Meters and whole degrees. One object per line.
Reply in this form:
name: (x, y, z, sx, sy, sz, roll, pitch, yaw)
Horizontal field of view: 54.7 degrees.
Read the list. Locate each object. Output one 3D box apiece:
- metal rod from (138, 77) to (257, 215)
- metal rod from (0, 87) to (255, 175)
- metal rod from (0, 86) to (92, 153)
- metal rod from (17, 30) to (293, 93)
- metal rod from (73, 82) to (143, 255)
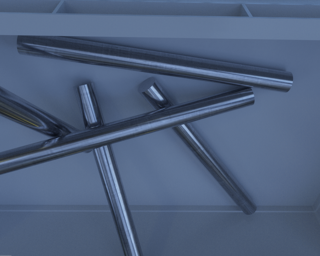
metal rod: (0.068, 0.043, 0.446, 0.025, 0.025, 0.300, -28, 125, 21)
metal rod: (-0.036, 0.001, 0.360, 0.302, 0.025, 0.025, -15, 130, -5)
metal rod: (-0.147, -0.023, 0.295, 0.025, 0.025, 0.300, -16, 158, 13)
metal rod: (0.001, -0.072, 0.347, 0.302, 0.025, 0.025, 7, 130, -7)
metal rod: (-0.057, 0.089, 0.404, 0.025, 0.025, 0.298, -11, 105, 9)
